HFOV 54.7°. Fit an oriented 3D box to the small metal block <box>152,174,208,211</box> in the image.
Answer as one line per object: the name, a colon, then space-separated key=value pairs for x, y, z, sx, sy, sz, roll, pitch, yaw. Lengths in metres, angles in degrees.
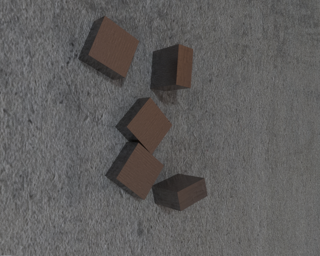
small metal block: x=0.026 y=0.083 z=0.410 sx=0.050 sy=0.050 sz=0.025 roll=-18 pitch=102 yaw=-39

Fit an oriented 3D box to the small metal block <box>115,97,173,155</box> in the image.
small metal block: x=-0.019 y=-0.003 z=0.388 sx=0.050 sy=0.025 sz=0.050 roll=51 pitch=60 yaw=-28

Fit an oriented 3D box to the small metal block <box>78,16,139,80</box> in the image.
small metal block: x=-0.058 y=-0.090 z=0.356 sx=0.050 sy=0.025 sz=0.050 roll=29 pitch=72 yaw=-36

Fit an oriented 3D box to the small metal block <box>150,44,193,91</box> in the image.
small metal block: x=0.015 y=-0.076 z=0.400 sx=0.025 sy=0.050 sz=0.050 roll=7 pitch=86 yaw=-40

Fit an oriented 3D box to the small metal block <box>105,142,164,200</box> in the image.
small metal block: x=-0.030 y=0.052 z=0.379 sx=0.050 sy=0.025 sz=0.050 roll=45 pitch=63 yaw=-31
